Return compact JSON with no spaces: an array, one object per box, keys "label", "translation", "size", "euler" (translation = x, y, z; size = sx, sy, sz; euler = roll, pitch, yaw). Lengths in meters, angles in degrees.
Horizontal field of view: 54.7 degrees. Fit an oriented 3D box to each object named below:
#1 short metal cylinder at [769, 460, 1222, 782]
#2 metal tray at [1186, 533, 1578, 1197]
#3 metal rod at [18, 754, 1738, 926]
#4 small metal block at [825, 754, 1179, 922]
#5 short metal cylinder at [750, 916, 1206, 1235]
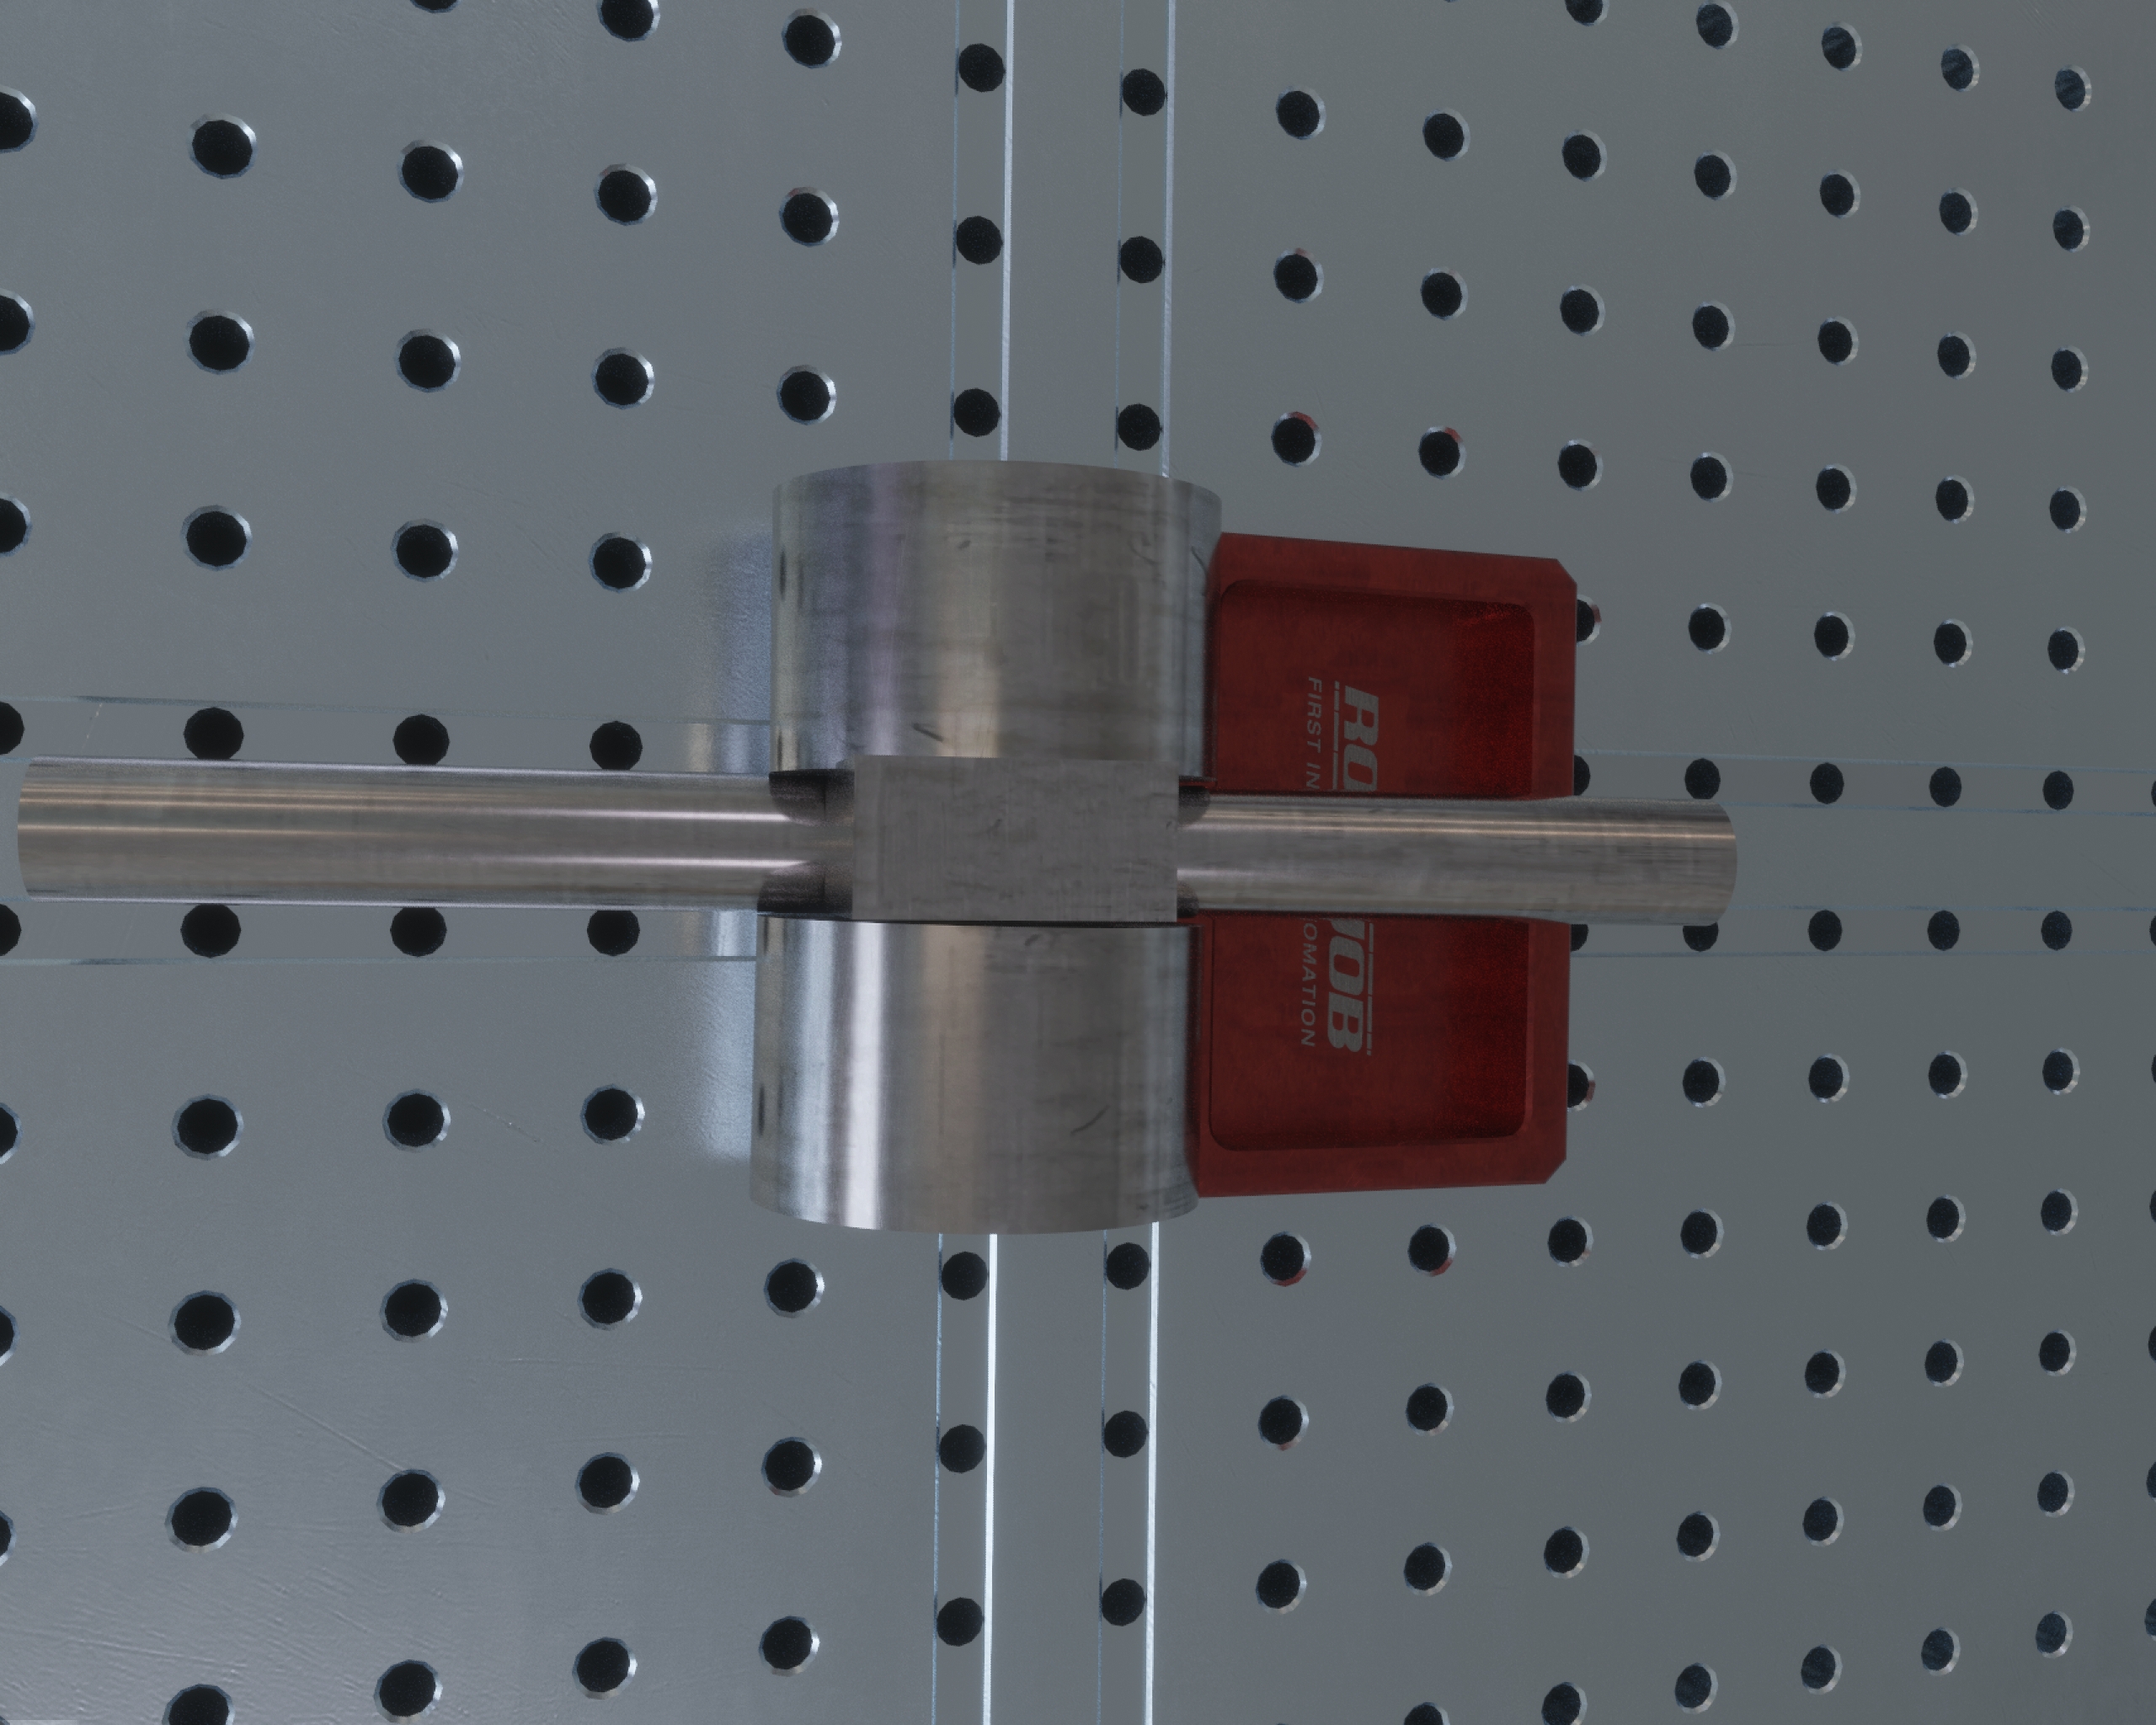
[{"label":"short metal cylinder","translation":[-0.015,-0.040,0.376],"size":[0.081,0.080,0.050],"euler":[1,90,-20]},{"label":"metal tray","translation":[0.055,0.001,0.430],"size":[0.091,0.030,0.129],"euler":[1,90,-20]},{"label":"metal rod","translation":[-0.025,-0.003,0.378],"size":[0.302,0.025,0.025],"euler":[1,90,-11]},{"label":"small metal block","translation":[-0.014,-0.004,0.343],"size":[0.050,0.050,0.025],"euler":[1,90,-12]},{"label":"short metal cylinder","translation":[-0.018,0.035,0.376],"size":[0.081,0.080,0.050],"euler":[1,90,-20]}]
